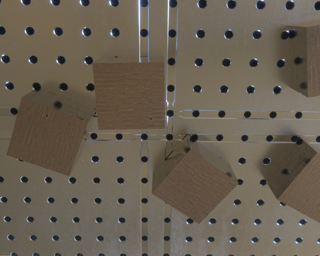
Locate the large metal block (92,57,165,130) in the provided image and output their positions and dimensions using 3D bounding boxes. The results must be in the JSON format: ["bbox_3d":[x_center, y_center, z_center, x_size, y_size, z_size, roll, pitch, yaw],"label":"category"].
[{"bbox_3d":[-0.035,-0.044,0.383,0.080,0.050,0.079,-1,110,0],"label":"large metal block"}]

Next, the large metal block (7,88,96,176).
[{"bbox_3d":[-0.138,0.004,0.401,0.080,0.050,0.080,21,109,-8],"label":"large metal block"}]

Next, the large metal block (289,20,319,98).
[{"bbox_3d":[0.205,-0.087,0.369,0.080,0.050,0.080,-10,110,3],"label":"large metal block"}]

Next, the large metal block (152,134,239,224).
[{"bbox_3d":[0.046,0.070,0.426,0.080,0.050,0.080,36,106,-12],"label":"large metal block"}]

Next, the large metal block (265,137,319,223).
[{"bbox_3d":[0.210,0.073,0.428,0.080,0.050,0.080,29,107,-10],"label":"large metal block"}]
